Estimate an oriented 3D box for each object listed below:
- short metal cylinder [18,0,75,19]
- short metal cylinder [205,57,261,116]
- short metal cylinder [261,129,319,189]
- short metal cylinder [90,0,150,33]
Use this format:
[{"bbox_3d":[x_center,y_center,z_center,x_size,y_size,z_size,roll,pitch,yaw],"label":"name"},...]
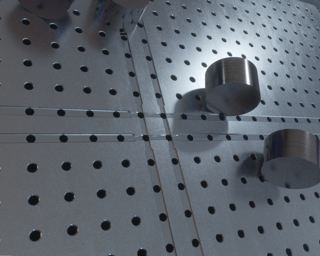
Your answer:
[{"bbox_3d":[-0.150,-0.194,0.411,0.080,0.080,0.050,27,52,-12],"label":"short metal cylinder"},{"bbox_3d":[0.109,-0.061,0.471,0.081,0.080,0.050,18,55,-19],"label":"short metal cylinder"},{"bbox_3d":[0.191,0.046,0.451,0.080,0.080,0.050,29,52,-11],"label":"short metal cylinder"},{"bbox_3d":[-0.063,-0.195,0.478,0.081,0.050,0.080,14,56,-21],"label":"short metal cylinder"}]
